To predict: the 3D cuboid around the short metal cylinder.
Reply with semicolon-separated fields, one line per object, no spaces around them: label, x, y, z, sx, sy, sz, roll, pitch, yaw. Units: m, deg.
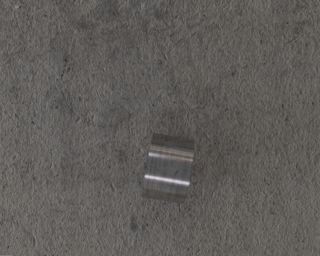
short metal cylinder;0.009;0.049;0.383;0.050;0.080;0.080;10;90;0
